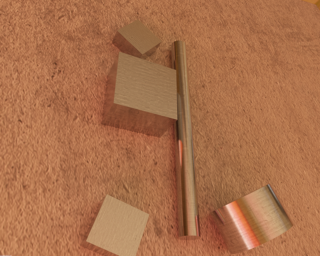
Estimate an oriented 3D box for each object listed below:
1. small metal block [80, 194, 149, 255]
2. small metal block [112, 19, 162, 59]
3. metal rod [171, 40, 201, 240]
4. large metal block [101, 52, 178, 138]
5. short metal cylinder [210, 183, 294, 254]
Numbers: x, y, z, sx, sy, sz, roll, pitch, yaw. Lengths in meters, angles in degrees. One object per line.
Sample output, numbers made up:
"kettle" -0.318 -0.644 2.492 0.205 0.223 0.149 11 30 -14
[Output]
"small metal block" -0.045 0.104 0.317 0.050 0.025 0.050 29 52 -11
"small metal block" -0.034 -0.129 0.466 0.050 0.025 0.050 44 51 2
"metal rod" 0.032 -0.005 0.425 0.025 0.025 0.299 13 56 -22
"large metal block" -0.026 -0.041 0.401 0.081 0.050 0.080 14 56 -21
"short metal cylinder" 0.106 0.105 0.363 0.081 0.080 0.050 -14 69 -34
